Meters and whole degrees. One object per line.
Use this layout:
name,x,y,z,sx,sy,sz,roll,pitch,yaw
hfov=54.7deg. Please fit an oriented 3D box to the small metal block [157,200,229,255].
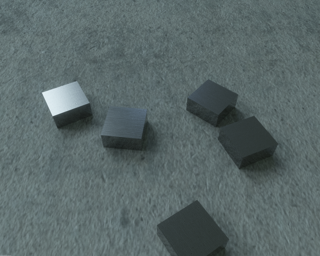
small metal block,0.032,0.110,0.312,0.050,0.025,0.050,-27,55,-21

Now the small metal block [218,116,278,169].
small metal block,0.109,0.017,0.390,0.050,0.025,0.050,-18,53,-15

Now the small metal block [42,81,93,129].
small metal block,-0.128,-0.033,0.429,0.050,0.025,0.050,-23,54,-19

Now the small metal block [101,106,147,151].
small metal block,-0.045,0.000,0.403,0.050,0.025,0.050,5,50,4

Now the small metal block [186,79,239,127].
small metal block,0.073,-0.036,0.434,0.050,0.025,0.050,33,57,24
